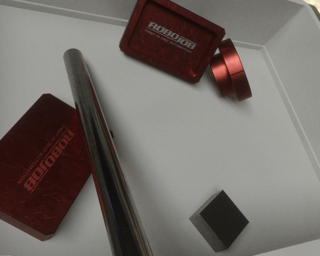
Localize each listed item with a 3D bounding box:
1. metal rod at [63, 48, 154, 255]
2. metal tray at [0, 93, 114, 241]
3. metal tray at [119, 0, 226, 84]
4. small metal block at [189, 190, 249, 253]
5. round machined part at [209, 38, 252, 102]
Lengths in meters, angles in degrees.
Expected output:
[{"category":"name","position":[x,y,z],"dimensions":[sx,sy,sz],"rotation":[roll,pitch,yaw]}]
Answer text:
[{"category":"metal rod","position":[-0.063,0.000,0.298],"dimensions":[0.025,0.025,0.300],"rotation":[3,37,-27]},{"category":"metal tray","position":[-0.117,0.035,0.319],"dimensions":[0.090,0.030,0.130],"rotation":[32,51,-8]},{"category":"metal tray","position":[0.017,-0.132,0.453],"dimensions":[0.131,0.089,0.030],"rotation":[21,23,-16]},{"category":"small metal block","position":[0.072,0.113,0.378],"dimensions":[0.050,0.025,0.050],"rotation":[-33,80,-38]},{"category":"round machined part","position":[0.106,-0.086,0.485],"dimensions":[0.098,0.042,0.098],"rotation":[-21,90,-77]}]
